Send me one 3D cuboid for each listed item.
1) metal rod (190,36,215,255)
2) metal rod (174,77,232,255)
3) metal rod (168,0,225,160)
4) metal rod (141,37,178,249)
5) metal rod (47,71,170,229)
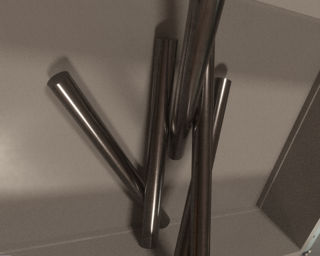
[{"bbox_3d":[0.052,0.038,0.380,0.025,0.025,0.298,0,93,-29],"label":"metal rod"},{"bbox_3d":[0.051,0.080,0.410,0.025,0.025,0.298,15,86,-35],"label":"metal rod"},{"bbox_3d":[0.029,-0.038,0.318,0.025,0.025,0.299,-23,154,-15],"label":"metal rod"},{"bbox_3d":[-0.004,0.035,0.408,0.025,0.025,0.298,-6,115,-26],"label":"metal rod"},{"bbox_3d":[-0.050,0.051,0.414,0.025,0.025,0.299,-34,129,-7],"label":"metal rod"}]
